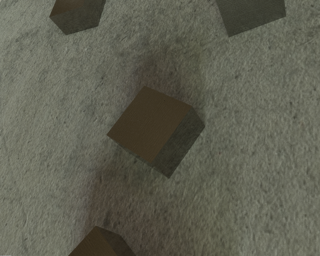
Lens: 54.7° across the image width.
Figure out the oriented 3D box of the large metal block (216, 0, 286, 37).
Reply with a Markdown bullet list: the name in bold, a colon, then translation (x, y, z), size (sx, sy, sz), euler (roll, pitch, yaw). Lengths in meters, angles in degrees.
- **large metal block**: translation (0.118, -0.181, 0.417), size (0.080, 0.080, 0.050), euler (-17, 55, 18)

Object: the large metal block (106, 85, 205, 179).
- **large metal block**: translation (-0.005, 0.003, 0.387), size (0.080, 0.050, 0.080), euler (28, 77, 37)

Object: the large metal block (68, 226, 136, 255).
- **large metal block**: translation (-0.060, 0.163, 0.318), size (0.080, 0.050, 0.080), euler (-47, 52, -5)

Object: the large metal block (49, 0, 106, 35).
- **large metal block**: translation (-0.162, -0.240, 0.618), size (0.080, 0.050, 0.080), euler (-6, 59, 24)
